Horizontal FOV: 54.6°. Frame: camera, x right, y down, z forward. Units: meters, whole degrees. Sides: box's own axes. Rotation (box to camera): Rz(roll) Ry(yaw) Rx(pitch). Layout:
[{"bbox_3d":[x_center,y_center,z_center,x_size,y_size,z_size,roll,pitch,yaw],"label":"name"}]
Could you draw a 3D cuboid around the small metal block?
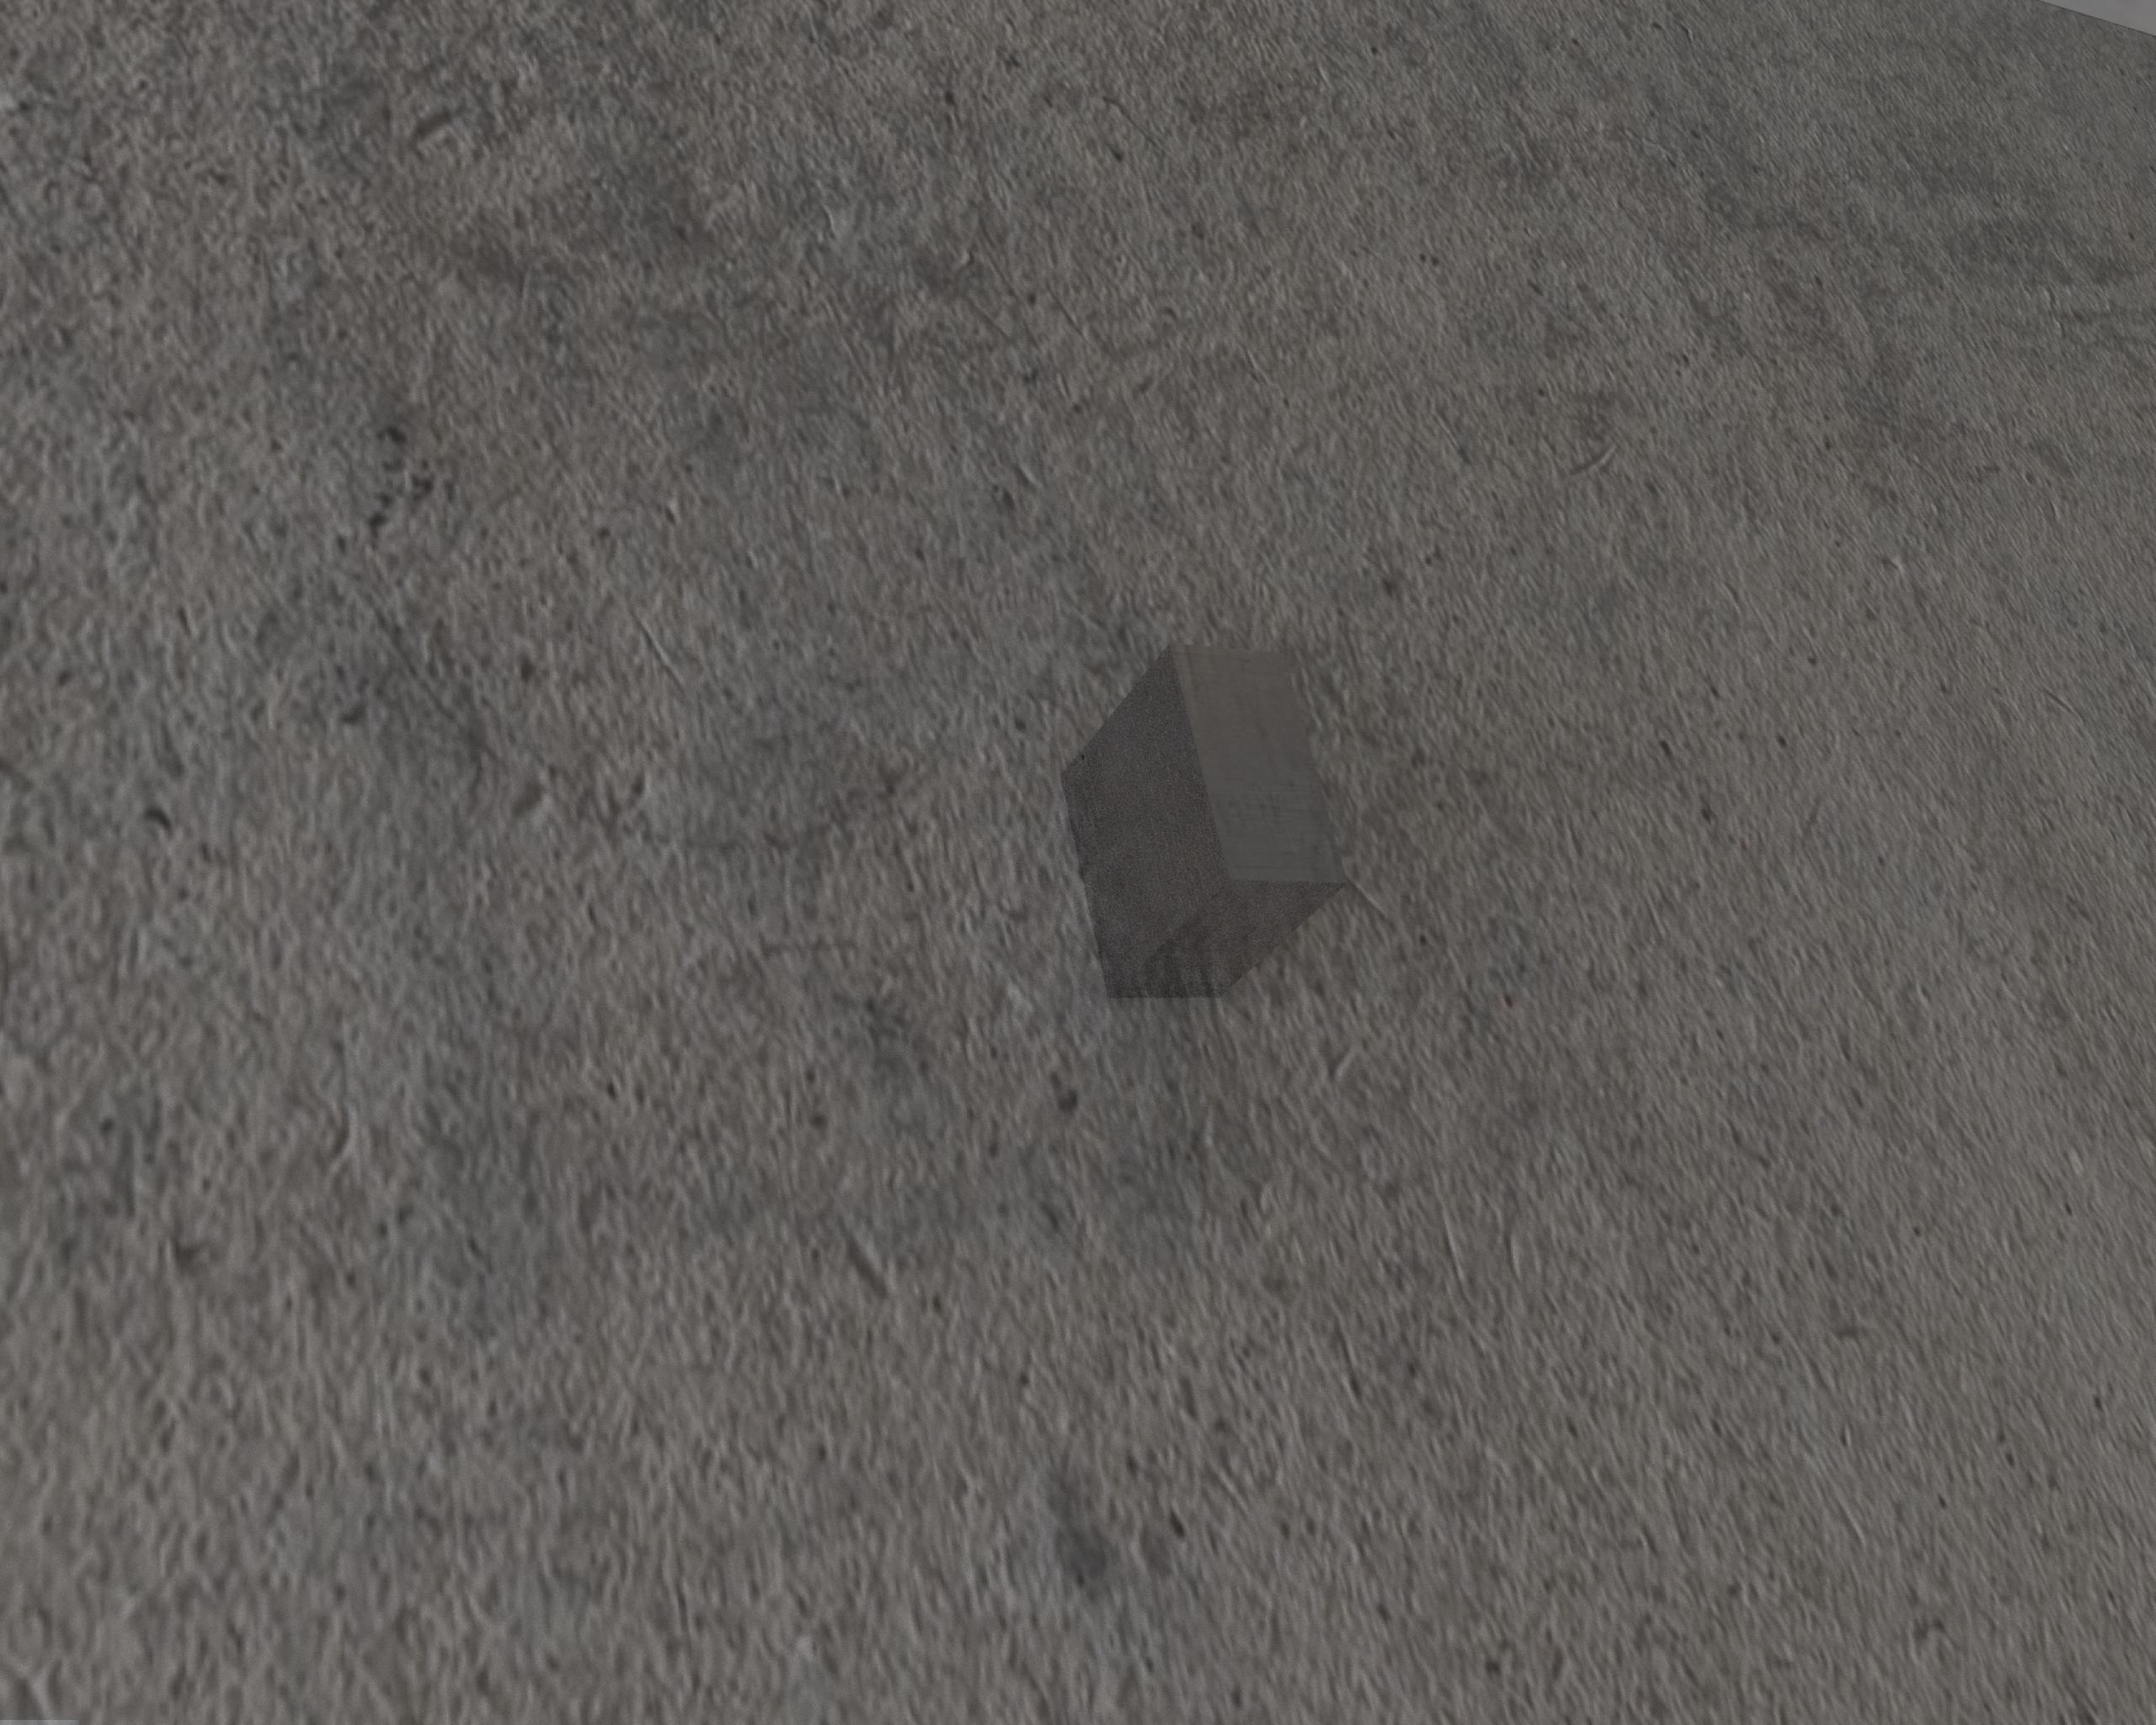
[{"bbox_3d":[0.023,-0.007,0.404,0.025,0.050,0.050,2,61,-27],"label":"small metal block"}]
